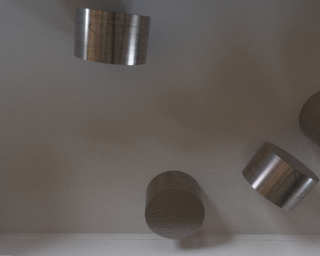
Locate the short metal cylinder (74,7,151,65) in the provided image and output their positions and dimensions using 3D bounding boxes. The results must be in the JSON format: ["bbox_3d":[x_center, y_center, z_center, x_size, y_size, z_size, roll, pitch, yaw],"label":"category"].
[{"bbox_3d":[-0.053,-0.103,0.343,0.081,0.080,0.050,6,110,-3],"label":"short metal cylinder"}]

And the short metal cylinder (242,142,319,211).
[{"bbox_3d":[0.157,0.062,0.407,0.080,0.080,0.050,29,107,-11],"label":"short metal cylinder"}]

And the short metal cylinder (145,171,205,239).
[{"bbox_3d":[0.020,0.108,0.438,0.081,0.050,0.079,0,110,-1],"label":"short metal cylinder"}]

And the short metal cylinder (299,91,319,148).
[{"bbox_3d":[0.230,-0.008,0.399,0.081,0.050,0.079,0,110,-1],"label":"short metal cylinder"}]
